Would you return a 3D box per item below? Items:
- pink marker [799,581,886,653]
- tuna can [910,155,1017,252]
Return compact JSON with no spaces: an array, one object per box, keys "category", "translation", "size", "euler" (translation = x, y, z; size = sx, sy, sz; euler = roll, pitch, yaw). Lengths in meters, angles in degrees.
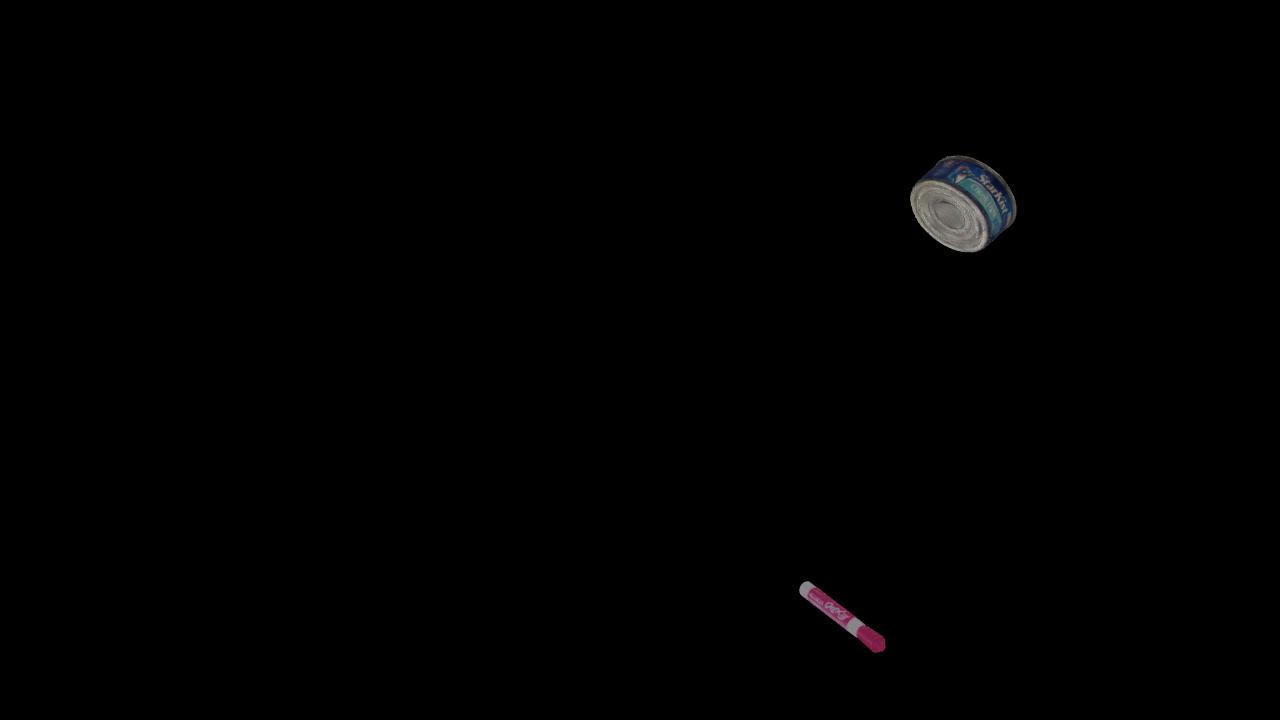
[{"category":"pink marker","translation":[0.220,0.280,0.674],"size":[0.020,0.020,0.121],"euler":[0,9,-24]},{"category":"tuna can","translation":[0.283,-0.136,0.544],"size":[0.034,0.084,0.084],"euler":[-41,4,-5]}]
